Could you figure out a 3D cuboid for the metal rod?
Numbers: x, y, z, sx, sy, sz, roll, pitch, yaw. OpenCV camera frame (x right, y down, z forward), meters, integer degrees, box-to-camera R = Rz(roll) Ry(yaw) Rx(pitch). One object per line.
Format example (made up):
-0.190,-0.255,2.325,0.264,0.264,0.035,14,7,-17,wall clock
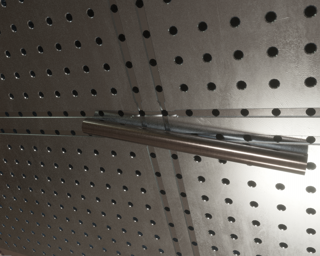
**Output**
0.028,0.019,0.406,0.301,0.025,0.025,9,122,22,metal rod
